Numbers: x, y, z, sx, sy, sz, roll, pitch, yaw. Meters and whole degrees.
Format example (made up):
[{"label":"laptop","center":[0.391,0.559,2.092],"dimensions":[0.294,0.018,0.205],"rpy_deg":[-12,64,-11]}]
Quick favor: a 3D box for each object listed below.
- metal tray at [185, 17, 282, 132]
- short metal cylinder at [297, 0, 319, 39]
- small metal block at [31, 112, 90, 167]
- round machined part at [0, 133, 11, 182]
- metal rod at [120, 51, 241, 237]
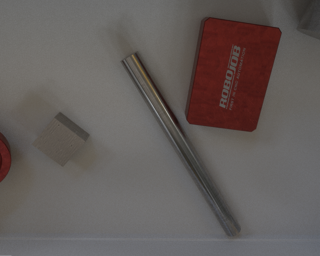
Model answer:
[{"label":"metal tray","center":[0.087,-0.065,0.386],"dimensions":[0.091,0.030,0.129],"rpy_deg":[7,110,-3]},{"label":"short metal cylinder","center":[0.201,-0.121,0.341],"dimensions":[0.080,0.080,0.050],"rpy_deg":[18,109,-7]},{"label":"small metal block","center":[-0.132,0.015,0.415],"dimensions":[0.050,0.025,0.050],"rpy_deg":[40,105,-14]},{"label":"round machined part","center":[-0.247,0.034,0.399],"dimensions":[0.099,0.042,0.097],"rpy_deg":[-12,120,-21]},{"label":"metal rod","center":[0.037,0.034,0.424],"dimensions":[0.025,0.025,0.299],"rpy_deg":[-28,108,9]}]
